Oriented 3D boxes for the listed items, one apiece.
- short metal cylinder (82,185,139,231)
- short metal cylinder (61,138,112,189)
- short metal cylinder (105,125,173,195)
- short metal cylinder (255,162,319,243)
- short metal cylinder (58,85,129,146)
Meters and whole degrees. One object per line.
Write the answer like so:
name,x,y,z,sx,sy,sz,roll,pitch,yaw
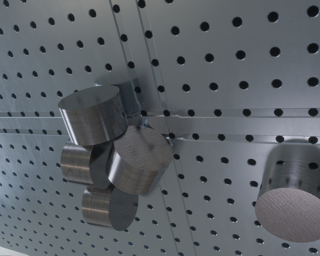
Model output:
short metal cylinder,-0.077,0.118,0.489,0.050,0.080,0.080,0,119,28
short metal cylinder,-0.098,0.047,0.456,0.050,0.080,0.079,4,120,26
short metal cylinder,-0.028,0.042,0.417,0.080,0.080,0.050,31,128,8
short metal cylinder,0.158,0.087,0.366,0.080,0.050,0.079,13,124,21
short metal cylinder,-0.087,-0.019,0.410,0.080,0.080,0.050,2,119,27
